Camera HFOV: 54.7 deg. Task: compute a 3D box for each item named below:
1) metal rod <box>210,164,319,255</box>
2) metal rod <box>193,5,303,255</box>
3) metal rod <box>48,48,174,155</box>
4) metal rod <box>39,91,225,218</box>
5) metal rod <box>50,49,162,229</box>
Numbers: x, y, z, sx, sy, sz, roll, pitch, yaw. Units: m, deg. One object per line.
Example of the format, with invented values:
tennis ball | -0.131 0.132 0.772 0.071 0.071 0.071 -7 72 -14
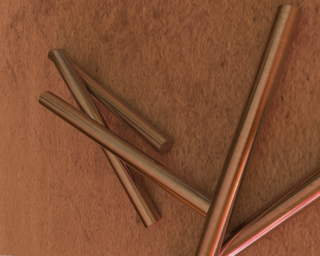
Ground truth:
metal rod | 0.098 0.105 0.322 0.298 0.025 0.025 -49 61 28
metal rod | 0.082 0.027 0.317 0.025 0.025 0.298 22 98 37
metal rod | -0.091 -0.053 0.477 0.300 0.025 0.025 38 113 33
metal rod | -0.052 0.027 0.406 0.300 0.025 0.025 31 110 22
metal rod | -0.085 0.005 0.451 0.025 0.025 0.299 -42 71 32
